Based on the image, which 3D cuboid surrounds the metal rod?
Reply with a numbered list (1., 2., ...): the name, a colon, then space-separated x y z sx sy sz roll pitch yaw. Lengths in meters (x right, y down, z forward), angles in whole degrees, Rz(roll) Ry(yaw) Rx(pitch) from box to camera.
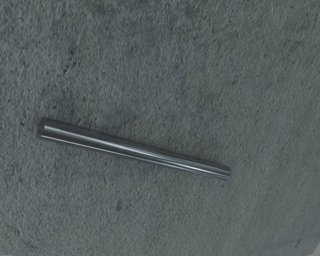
1. metal rod: -0.011 0.037 0.422 0.302 0.025 0.025 18 109 -35
